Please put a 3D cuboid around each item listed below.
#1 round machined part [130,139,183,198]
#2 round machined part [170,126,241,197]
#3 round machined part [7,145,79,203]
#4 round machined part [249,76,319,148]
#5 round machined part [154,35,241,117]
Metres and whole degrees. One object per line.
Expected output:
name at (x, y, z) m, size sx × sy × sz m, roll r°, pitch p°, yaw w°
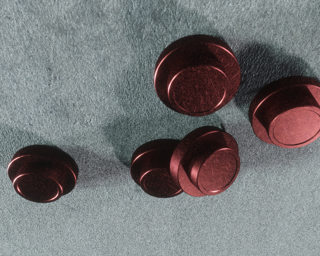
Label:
round machined part at (0.006, 0.065, 0.452) m, size 0.099 × 0.042 × 0.097 m, roll 0°, pitch 130°, yaw 0°
round machined part at (0.066, 0.050, 0.410) m, size 0.099 × 0.042 × 0.097 m, roll -12°, pitch 116°, yaw -25°
round machined part at (-0.174, 0.074, 0.457) m, size 0.099 × 0.042 × 0.097 m, roll 0°, pitch 130°, yaw 0°
round machined part at (0.165, -0.013, 0.387) m, size 0.099 × 0.042 × 0.097 m, roll 0°, pitch 130°, yaw 0°
round machined part at (0.043, -0.051, 0.352) m, size 0.099 × 0.042 × 0.097 m, roll 0°, pitch 130°, yaw 0°
